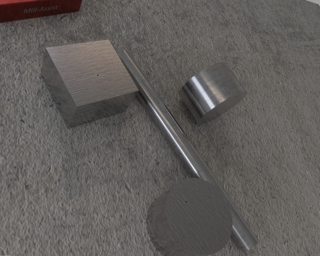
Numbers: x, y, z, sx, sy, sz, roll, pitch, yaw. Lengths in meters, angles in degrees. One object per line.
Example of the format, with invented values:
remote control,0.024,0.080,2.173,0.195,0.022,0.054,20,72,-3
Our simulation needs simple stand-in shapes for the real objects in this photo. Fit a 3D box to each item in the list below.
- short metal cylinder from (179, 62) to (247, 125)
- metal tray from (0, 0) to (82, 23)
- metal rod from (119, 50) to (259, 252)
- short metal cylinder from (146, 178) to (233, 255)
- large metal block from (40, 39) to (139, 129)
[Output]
short metal cylinder,0.074,-0.047,0.437,0.081,0.080,0.050,-21,73,-36
metal tray,-0.183,-0.194,0.420,0.131,0.030,0.090,-26,76,-37
metal rod,0.027,0.021,0.405,0.025,0.025,0.299,-25,75,-37
short metal cylinder,0.032,0.102,0.343,0.081,0.050,0.080,14,56,-21
large metal block,-0.086,-0.055,0.375,0.081,0.050,0.080,-20,73,-36
